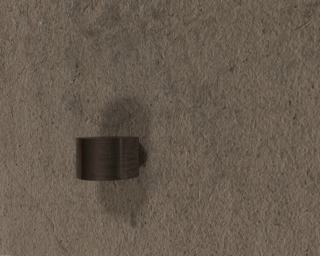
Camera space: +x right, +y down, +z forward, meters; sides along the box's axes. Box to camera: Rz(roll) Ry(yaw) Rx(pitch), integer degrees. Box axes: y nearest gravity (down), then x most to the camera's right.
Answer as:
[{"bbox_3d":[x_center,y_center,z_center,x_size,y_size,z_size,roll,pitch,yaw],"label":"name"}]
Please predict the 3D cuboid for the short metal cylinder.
[{"bbox_3d":[-0.067,0.037,0.402,0.080,0.080,0.050,0,90,19],"label":"short metal cylinder"}]
